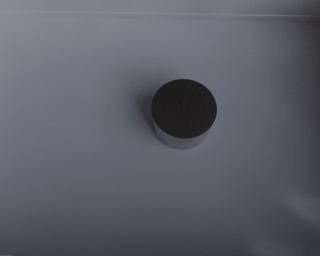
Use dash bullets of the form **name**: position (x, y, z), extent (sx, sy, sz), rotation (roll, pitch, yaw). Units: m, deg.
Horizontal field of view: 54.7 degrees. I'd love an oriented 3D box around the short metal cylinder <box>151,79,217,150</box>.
- **short metal cylinder**: position (0.030, -0.016, 0.403), extent (0.081, 0.050, 0.080), rotation (0, 70, 0)
